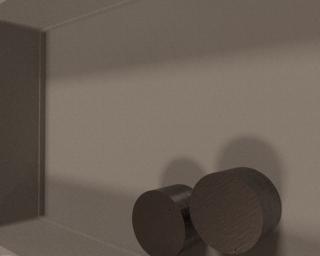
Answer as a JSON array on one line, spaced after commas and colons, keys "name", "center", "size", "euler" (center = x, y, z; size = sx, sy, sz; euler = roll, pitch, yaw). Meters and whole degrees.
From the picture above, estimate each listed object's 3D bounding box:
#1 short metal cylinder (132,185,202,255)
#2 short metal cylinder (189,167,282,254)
[{"name": "short metal cylinder", "center": [0.012, 0.112, 0.379], "size": [0.080, 0.050, 0.079], "euler": [0, 90, 39]}, {"name": "short metal cylinder", "center": [0.078, 0.083, 0.325], "size": [0.080, 0.050, 0.079], "euler": [0, 90, 39]}]
